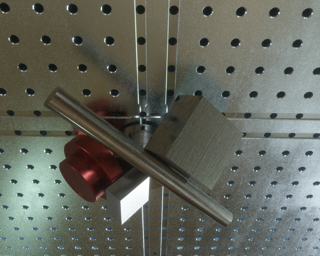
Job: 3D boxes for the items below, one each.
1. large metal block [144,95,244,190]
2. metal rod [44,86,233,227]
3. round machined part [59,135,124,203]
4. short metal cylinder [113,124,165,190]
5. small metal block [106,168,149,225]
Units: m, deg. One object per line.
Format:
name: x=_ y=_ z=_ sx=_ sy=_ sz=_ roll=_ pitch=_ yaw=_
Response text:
large metal block: x=0.042 y=0.016 z=0.376 sx=0.080 sy=0.050 sz=0.080 roll=39 pitch=77 yaw=-28
metal rod: x=-0.006 y=0.050 z=0.384 sx=0.025 sy=0.025 sz=0.301 roll=-36 pitch=122 yaw=26
round machined part: x=-0.095 y=0.060 z=0.412 sx=0.098 sy=0.042 sz=0.097 roll=28 pitch=141 yaw=26
short metal cylinder: x=-0.024 y=0.041 z=0.425 sx=0.081 sy=0.050 sz=0.079 roll=0 pitch=130 yaw=0
small metal block: x=-0.040 y=0.086 z=0.395 sx=0.025 sy=0.050 sz=0.050 roll=31 pitch=137 yaw=28
